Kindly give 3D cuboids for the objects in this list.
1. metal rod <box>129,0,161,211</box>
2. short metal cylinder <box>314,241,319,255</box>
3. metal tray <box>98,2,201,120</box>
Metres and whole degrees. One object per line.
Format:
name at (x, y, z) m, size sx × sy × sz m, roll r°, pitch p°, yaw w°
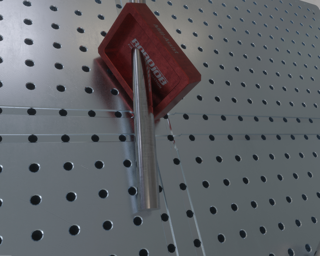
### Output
metal rod at (-0.023, -0.047, 0.401) m, size 0.025 × 0.025 × 0.299 m, roll 6°, pitch 66°, yaw -25°
short metal cylinder at (0.235, 0.182, 0.389) m, size 0.080 × 0.080 × 0.050 m, roll 48°, pitch 51°, yaw 5°
metal tray at (-0.018, -0.085, 0.405) m, size 0.030 × 0.090 × 0.130 m, roll -24°, pitch 74°, yaw -50°
